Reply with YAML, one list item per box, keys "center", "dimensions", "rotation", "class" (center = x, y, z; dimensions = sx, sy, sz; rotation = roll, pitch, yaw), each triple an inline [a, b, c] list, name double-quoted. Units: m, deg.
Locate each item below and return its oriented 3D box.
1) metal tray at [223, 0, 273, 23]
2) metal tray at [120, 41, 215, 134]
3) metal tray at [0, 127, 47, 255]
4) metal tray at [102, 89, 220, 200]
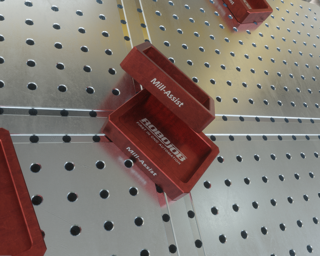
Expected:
- center: [0.176, -0.289, 0.674]
  dimensions: [0.091, 0.030, 0.130]
  rotation: [-18, 71, -35]
  class: "metal tray"
- center: [0.016, -0.058, 0.414]
  dimensions: [0.130, 0.030, 0.090]
  rotation: [41, 21, -7]
  class: "metal tray"
- center: [-0.166, 0.070, 0.273]
  dimensions: [0.091, 0.030, 0.130]
  rotation: [-14, 69, -34]
  class: "metal tray"
- center: [0.003, 0.015, 0.396]
  dimensions: [0.130, 0.030, 0.090]
  rotation: [44, 51, 2]
  class: "metal tray"
